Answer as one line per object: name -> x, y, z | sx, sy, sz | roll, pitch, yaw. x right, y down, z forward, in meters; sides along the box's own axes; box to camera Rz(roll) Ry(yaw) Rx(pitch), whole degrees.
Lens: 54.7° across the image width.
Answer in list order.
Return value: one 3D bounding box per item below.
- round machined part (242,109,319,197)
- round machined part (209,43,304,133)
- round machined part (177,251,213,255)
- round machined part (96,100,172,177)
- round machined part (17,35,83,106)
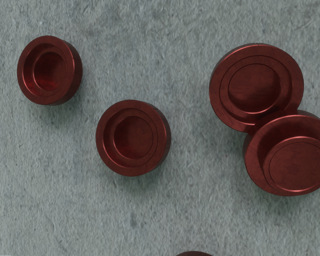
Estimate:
round machined part -> 0.141, 0.033, 0.331 | 0.099, 0.042, 0.097 | 2, 111, 5
round machined part -> 0.105, -0.047, 0.351 | 0.099, 0.042, 0.097 | 2, 111, 7
round machined part -> 0.048, 0.201, 0.382 | 0.098, 0.042, 0.097 | 0, 90, 19
round machined part -> -0.031, 0.013, 0.410 | 0.098, 0.042, 0.097 | 0, 90, 19
round machined part -> -0.155, -0.081, 0.453 | 0.098, 0.042, 0.097 | 0, 90, 19
